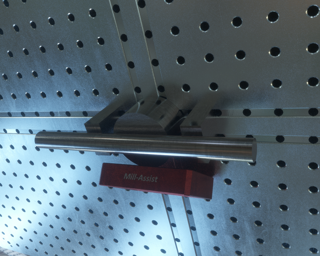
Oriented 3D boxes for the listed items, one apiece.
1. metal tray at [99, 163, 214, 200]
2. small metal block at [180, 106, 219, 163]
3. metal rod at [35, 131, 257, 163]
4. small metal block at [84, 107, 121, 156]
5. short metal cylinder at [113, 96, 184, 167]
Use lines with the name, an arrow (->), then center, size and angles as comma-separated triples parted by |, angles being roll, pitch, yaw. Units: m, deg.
metal tray -> -0.004, 0.072, 0.419 | 0.130, 0.090, 0.030 | 1, 76, 28
small metal block -> 0.050, 0.007, 0.374 | 0.025, 0.050, 0.050 | -1, 118, 29
metal rod -> -0.039, 0.020, 0.379 | 0.300, 0.025, 0.025 | 1, 119, 28
small metal block -> -0.074, 0.004, 0.437 | 0.025, 0.050, 0.050 | -1, 118, 29
short metal cylinder -> -0.013, 0.005, 0.405 | 0.080, 0.050, 0.079 | 13, 124, 21
